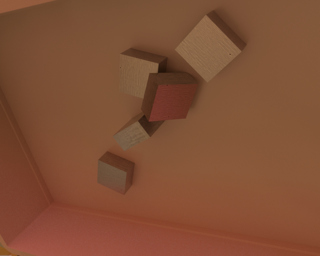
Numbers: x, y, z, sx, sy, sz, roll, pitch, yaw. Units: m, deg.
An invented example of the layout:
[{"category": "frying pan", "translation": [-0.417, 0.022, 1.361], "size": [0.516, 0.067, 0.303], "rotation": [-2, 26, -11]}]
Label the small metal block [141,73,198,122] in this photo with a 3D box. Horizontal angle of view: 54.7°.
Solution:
[{"category": "small metal block", "translation": [0.010, -0.036, 0.362], "size": [0.025, 0.050, 0.050], "rotation": [58, 143, 42]}]

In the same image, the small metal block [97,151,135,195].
[{"category": "small metal block", "translation": [-0.070, 0.071, 0.490], "size": [0.050, 0.025, 0.050], "rotation": [21, 126, 15]}]

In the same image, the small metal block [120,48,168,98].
[{"category": "small metal block", "translation": [-0.021, -0.065, 0.379], "size": [0.050, 0.025, 0.050], "rotation": [18, 126, 17]}]

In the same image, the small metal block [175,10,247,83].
[{"category": "small metal block", "translation": [0.053, -0.086, 0.328], "size": [0.050, 0.025, 0.050], "rotation": [45, 129, -3]}]

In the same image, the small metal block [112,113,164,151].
[{"category": "small metal block", "translation": [-0.026, -0.001, 0.406], "size": [0.050, 0.050, 0.025], "rotation": [-29, 103, 37]}]
